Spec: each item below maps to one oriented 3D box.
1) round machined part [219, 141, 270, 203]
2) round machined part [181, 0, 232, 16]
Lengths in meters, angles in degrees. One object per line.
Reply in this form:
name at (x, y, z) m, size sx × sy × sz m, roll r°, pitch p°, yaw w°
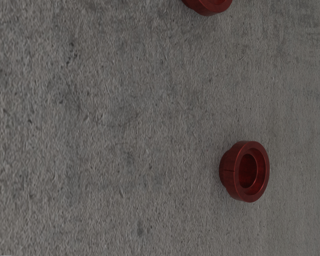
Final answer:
round machined part at (0.134, 0.069, 0.506) m, size 0.099 × 0.042 × 0.097 m, roll 0°, pitch 90°, yaw -40°
round machined part at (0.060, -0.210, 0.443) m, size 0.099 × 0.042 × 0.097 m, roll 0°, pitch 90°, yaw -40°
